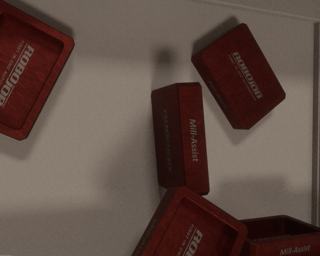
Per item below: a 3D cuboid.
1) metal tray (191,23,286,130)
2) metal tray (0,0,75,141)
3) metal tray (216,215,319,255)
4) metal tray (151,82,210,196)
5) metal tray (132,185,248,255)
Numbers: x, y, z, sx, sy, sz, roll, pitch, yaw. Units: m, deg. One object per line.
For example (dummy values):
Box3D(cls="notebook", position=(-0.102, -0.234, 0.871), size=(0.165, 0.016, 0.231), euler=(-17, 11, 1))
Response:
Box3D(cls="metal tray", position=(0.117, -0.073, 0.453), size=(0.090, 0.030, 0.130), euler=(-38, 103, -16))
Box3D(cls="metal tray", position=(-0.165, -0.061, 0.346), size=(0.090, 0.030, 0.130), euler=(27, 81, -19))
Box3D(cls="metal tray", position=(0.156, 0.155, 0.435), size=(0.131, 0.090, 0.030), euler=(0, 90, -20))
Box3D(cls="metal tray", position=(0.022, 0.013, 0.385), size=(0.030, 0.090, 0.129), euler=(-5, 92, -20))
Box3D(cls="metal tray", position=(0.021, 0.134, 0.303), size=(0.090, 0.030, 0.130), euler=(35, 67, -9))
